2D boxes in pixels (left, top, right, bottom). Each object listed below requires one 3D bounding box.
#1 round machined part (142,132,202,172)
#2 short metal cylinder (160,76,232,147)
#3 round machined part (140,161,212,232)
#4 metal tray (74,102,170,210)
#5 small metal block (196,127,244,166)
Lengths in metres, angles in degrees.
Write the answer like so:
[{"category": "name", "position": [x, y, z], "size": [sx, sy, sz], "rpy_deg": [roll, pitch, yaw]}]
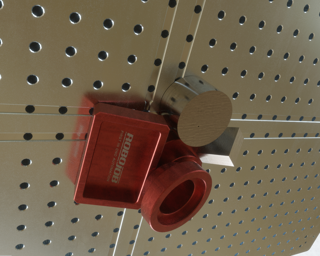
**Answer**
[{"category": "round machined part", "position": [0.021, 0.058, 0.447], "size": [0.099, 0.042, 0.097], "rpy_deg": [-14, 125, -21]}, {"category": "short metal cylinder", "position": [0.047, -0.022, 0.408], "size": [0.081, 0.050, 0.079], "rpy_deg": [-14, 125, -21]}, {"category": "round machined part", "position": [0.016, 0.083, 0.400], "size": [0.099, 0.042, 0.097], "rpy_deg": [-23, 133, -27]}, {"category": "metal tray", "position": [-0.051, 0.040, 0.392], "size": [0.091, 0.030, 0.129], "rpy_deg": [11, 113, -18]}, {"category": "small metal block", "position": [0.087, 0.025, 0.448], "size": [0.025, 0.050, 0.050], "rpy_deg": [56, 50, -39]}]
